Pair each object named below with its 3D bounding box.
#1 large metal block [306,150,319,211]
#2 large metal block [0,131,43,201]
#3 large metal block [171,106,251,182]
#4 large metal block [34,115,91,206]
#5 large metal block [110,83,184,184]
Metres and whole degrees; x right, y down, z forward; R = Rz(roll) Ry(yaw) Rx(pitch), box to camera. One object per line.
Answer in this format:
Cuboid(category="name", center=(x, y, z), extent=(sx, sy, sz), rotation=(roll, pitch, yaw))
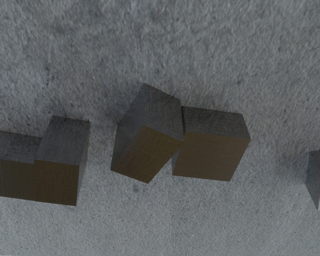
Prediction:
Cuboid(category="large metal block", center=(0.269, 0.073, 0.458), extent=(0.080, 0.050, 0.080), rotation=(-10, 130, 8))
Cuboid(category="large metal block", center=(-0.205, 0.053, 0.433), extent=(0.081, 0.050, 0.079), rotation=(11, 129, -10))
Cuboid(category="large metal block", center=(0.063, 0.022, 0.411), extent=(0.081, 0.050, 0.079), rotation=(7, 130, -7))
Cuboid(category="large metal block", center=(-0.126, 0.043, 0.406), extent=(0.050, 0.080, 0.079), rotation=(10, 130, -8))
Cuboid(category="large metal block", center=(-0.016, 0.007, 0.377), extent=(0.050, 0.080, 0.080), rotation=(24, 126, -19))
